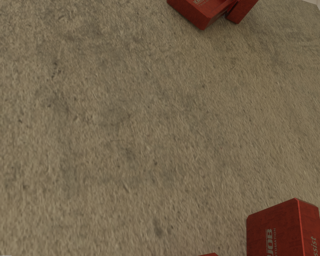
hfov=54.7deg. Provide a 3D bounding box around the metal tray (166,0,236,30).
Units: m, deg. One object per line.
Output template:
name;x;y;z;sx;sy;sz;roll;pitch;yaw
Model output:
metal tray;0.084;-0.248;0.591;0.090;0.030;0.131;41;53;5

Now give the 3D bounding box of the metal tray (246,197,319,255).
metal tray;0.137;0.154;0.344;0.030;0.090;0.130;22;53;-16

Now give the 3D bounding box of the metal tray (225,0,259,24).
metal tray;0.172;-0.288;0.633;0.030;0.090;0.130;21;54;-16

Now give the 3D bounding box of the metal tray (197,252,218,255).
metal tray;0.030;0.196;0.297;0.091;0.030;0.130;2;61;-28
